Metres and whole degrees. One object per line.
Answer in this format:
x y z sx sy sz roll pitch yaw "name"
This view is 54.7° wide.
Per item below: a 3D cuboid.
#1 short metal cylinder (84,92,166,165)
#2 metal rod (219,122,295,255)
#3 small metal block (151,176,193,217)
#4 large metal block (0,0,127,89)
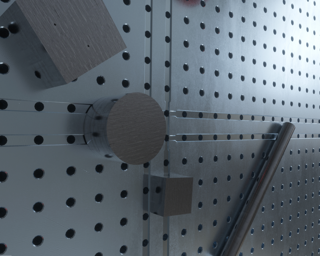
-0.040 0.000 0.359 0.081 0.050 0.079 -1 91 -40 "short metal cylinder"
0.183 0.107 0.562 0.025 0.025 0.301 51 60 -28 "metal rod"
0.018 0.091 0.424 0.050 0.025 0.050 6 86 -40 "small metal block"
-0.094 -0.096 0.314 0.080 0.050 0.080 -42 116 -32 "large metal block"
